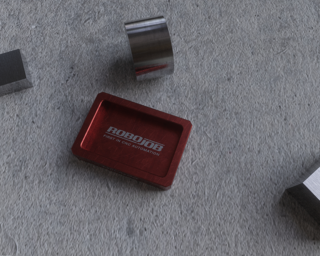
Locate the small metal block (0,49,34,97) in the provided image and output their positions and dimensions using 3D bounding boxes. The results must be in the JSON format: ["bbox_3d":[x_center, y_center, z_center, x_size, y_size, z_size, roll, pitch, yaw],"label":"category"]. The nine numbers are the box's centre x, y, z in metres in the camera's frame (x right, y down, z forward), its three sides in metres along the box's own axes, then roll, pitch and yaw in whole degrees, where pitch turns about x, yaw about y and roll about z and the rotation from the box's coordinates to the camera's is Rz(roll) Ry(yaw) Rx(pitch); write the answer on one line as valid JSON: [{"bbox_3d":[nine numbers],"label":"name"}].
[{"bbox_3d":[-0.212,-0.077,0.435,0.050,0.025,0.050,-19,71,-7],"label":"small metal block"}]

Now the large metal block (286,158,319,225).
[{"bbox_3d":[0.217,0.075,0.369,0.080,0.050,0.080,-37,74,-13],"label":"large metal block"}]

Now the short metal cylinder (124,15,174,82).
[{"bbox_3d":[-0.015,-0.107,0.418,0.050,0.080,0.080,-13,71,-5],"label":"short metal cylinder"}]

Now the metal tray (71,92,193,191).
[{"bbox_3d":[-0.034,0.016,0.399,0.131,0.030,0.090,19,71,6],"label":"metal tray"}]
